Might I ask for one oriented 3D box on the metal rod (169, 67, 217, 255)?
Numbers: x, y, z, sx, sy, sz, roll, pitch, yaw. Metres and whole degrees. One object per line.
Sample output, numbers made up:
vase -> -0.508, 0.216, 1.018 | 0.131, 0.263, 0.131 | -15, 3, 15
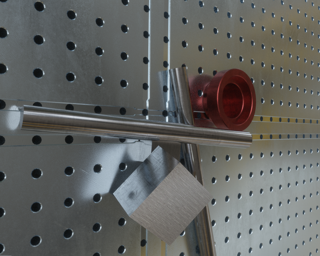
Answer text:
metal rod -> 0.050, 0.062, 0.453 | 0.025, 0.025, 0.298 | -17, 101, -39

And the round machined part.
round machined part -> 0.106, -0.043, 0.490 | 0.099, 0.042, 0.097 | 0, 90, -40

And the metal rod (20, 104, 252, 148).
metal rod -> -0.004, 0.003, 0.376 | 0.302, 0.025, 0.025 | 6, 86, -31

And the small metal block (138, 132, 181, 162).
small metal block -> 0.001, 0.021, 0.412 | 0.050, 0.025, 0.050 | 8, 85, -40

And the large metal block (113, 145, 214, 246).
large metal block -> 0.005, 0.083, 0.380 | 0.080, 0.050, 0.080 | -47, 124, -6
